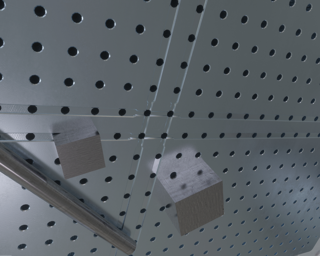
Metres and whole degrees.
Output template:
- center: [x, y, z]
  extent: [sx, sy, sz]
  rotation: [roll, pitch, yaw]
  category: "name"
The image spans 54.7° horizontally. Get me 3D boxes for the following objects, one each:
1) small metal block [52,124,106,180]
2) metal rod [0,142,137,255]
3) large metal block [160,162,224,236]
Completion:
- center: [-0.097, 0.029, 0.376]
  extent: [0.050, 0.025, 0.050]
  rotation: [-16, 125, -19]
  category: "small metal block"
- center: [-0.119, 0.102, 0.408]
  extent: [0.025, 0.025, 0.300]
  rotation: [-39, 130, -2]
  category: "metal rod"
- center: [0.053, 0.113, 0.494]
  extent: [0.081, 0.050, 0.080]
  rotation: [-22, 127, -16]
  category: "large metal block"
